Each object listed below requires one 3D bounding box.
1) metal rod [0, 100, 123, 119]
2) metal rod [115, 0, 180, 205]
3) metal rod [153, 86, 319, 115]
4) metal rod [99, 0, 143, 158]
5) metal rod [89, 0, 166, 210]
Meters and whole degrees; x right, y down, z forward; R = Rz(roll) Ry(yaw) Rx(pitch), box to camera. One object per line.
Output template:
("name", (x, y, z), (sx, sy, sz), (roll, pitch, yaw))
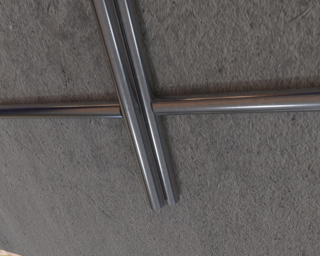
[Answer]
("metal rod", (-0.181, -0.027, 0.484), (0.301, 0.025, 0.025), (1, 119, 27))
("metal rod", (-0.013, -0.023, 0.400), (0.025, 0.025, 0.298), (1, 119, 27))
("metal rod", (0.130, -0.029, 0.322), (0.300, 0.025, 0.025), (0, 118, 28))
("metal rod", (-0.036, -0.029, 0.409), (0.025, 0.025, 0.298), (1, 119, 27))
("metal rod", (-0.035, -0.020, 0.387), (0.025, 0.025, 0.298), (1, 119, 27))
